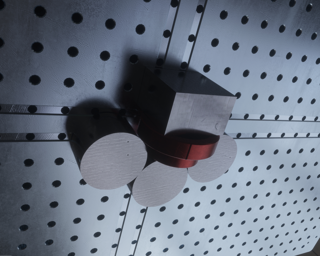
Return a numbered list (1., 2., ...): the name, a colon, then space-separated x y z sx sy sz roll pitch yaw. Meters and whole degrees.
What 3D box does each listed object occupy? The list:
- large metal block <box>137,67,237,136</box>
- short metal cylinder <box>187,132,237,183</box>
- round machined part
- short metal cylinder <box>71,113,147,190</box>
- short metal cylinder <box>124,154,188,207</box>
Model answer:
1. large metal block: 0.029 -0.033 0.371 0.081 0.080 0.050 1 118 -29
2. short metal cylinder: 0.064 0.032 0.450 0.081 0.050 0.079 -14 124 -21
3. round machined part: 0.020 0.014 0.381 0.099 0.098 0.042 2 117 -29
4. short metal cylinder: -0.062 0.028 0.379 0.081 0.050 0.079 -14 124 -21
5. short metal cylinder: -0.009 0.061 0.428 0.081 0.050 0.079 -14 124 -21
